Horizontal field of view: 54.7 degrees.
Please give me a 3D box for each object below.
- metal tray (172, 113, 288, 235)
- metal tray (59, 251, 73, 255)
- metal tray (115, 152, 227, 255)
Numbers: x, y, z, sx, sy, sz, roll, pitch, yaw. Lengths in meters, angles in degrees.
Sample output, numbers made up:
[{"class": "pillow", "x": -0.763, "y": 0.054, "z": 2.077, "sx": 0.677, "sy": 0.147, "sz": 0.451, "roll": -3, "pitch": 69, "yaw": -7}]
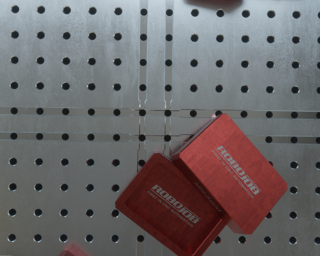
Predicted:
[{"class": "metal tray", "x": 0.090, "y": 0.057, "z": 0.396, "sx": 0.090, "sy": 0.030, "sz": 0.130, "roll": -41, "pitch": 90, "yaw": -23}, {"class": "metal tray", "x": -0.111, "y": 0.241, "z": 0.409, "sx": 0.130, "sy": 0.030, "sz": 0.090, "roll": 41, "pitch": 90, "yaw": -1}, {"class": "metal tray", "x": 0.019, "y": 0.104, "z": 0.411, "sx": 0.130, "sy": 0.030, "sz": 0.090, "roll": 38, "pitch": 90, "yaw": -1}]
